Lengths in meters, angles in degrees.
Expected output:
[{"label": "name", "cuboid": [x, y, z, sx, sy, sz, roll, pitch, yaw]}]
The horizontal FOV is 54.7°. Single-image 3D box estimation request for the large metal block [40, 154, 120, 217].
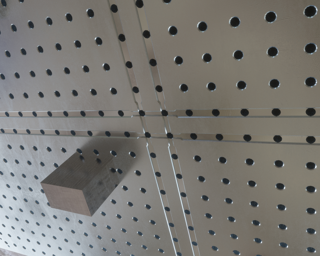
[{"label": "large metal block", "cuboid": [-0.124, 0.088, 0.493, 0.080, 0.080, 0.050, 4, 120, 26]}]
